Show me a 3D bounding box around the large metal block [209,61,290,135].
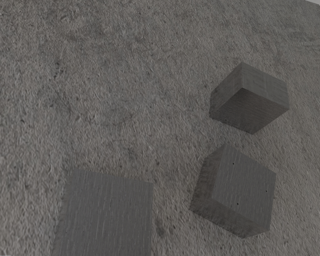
[{"bbox_3d":[0.131,-0.041,0.464,0.080,0.080,0.050,21,54,-16],"label":"large metal block"}]

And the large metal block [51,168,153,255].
[{"bbox_3d":[-0.055,0.093,0.302,0.081,0.050,0.080,15,56,-20],"label":"large metal block"}]

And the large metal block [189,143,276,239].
[{"bbox_3d":[0.093,0.079,0.389,0.080,0.050,0.080,31,52,-9],"label":"large metal block"}]
